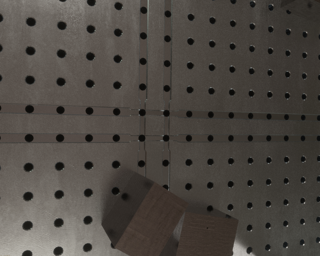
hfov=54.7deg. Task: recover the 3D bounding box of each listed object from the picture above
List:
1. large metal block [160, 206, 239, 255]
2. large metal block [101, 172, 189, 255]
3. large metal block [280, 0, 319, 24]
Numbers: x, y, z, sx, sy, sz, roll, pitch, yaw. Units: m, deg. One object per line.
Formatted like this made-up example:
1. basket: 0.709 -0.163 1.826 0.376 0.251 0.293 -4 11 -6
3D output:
1. large metal block: 0.051 0.152 0.420 0.081 0.050 0.080 14 85 -20
2. large metal block: -0.021 0.106 0.377 0.050 0.080 0.080 36 78 -17
3. large metal block: 0.247 -0.224 0.492 0.081 0.050 0.080 12 86 -20
